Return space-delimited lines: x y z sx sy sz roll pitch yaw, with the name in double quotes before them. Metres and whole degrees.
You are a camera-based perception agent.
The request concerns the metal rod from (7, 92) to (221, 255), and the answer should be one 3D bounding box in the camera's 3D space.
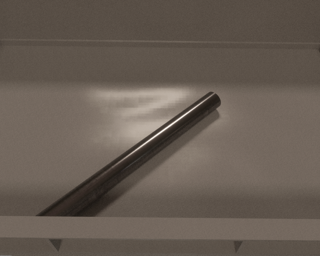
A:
"metal rod" -0.033 0.038 0.372 0.302 0.025 0.025 -36 59 -27
